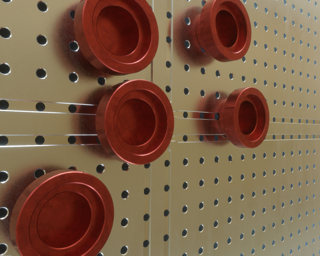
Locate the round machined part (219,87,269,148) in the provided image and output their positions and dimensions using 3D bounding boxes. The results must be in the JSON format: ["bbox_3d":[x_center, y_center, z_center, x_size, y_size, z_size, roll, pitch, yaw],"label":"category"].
[{"bbox_3d":[0.134,-0.017,0.509,0.099,0.042,0.097,0,90,-40],"label":"round machined part"}]

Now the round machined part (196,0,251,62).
[{"bbox_3d":[0.094,-0.149,0.475,0.099,0.042,0.097,0,90,-40],"label":"round machined part"}]

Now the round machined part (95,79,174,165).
[{"bbox_3d":[-0.033,-0.007,0.369,0.099,0.042,0.097,0,90,-40],"label":"round machined part"}]

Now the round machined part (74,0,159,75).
[{"bbox_3d":[-0.052,-0.108,0.353,0.099,0.042,0.097,-1,91,-40],"label":"round machined part"}]

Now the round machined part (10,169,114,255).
[{"bbox_3d":[-0.100,0.090,0.314,0.099,0.042,0.097,0,90,-40],"label":"round machined part"}]
